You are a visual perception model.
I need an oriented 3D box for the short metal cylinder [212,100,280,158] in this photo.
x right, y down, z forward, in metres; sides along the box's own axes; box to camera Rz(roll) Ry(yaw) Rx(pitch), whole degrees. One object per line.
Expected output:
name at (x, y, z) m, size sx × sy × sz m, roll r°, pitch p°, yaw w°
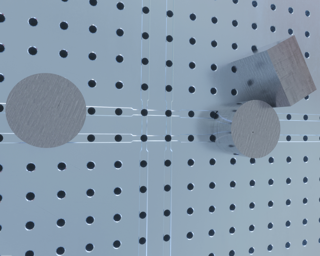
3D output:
short metal cylinder at (0.123, 0.001, 0.444) m, size 0.081 × 0.050 × 0.080 m, roll 0°, pitch 90°, yaw -20°

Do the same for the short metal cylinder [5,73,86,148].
short metal cylinder at (-0.128, -0.019, 0.352) m, size 0.081 × 0.050 × 0.080 m, roll 0°, pitch 90°, yaw -20°

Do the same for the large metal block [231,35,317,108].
large metal block at (0.160, -0.075, 0.442) m, size 0.050 × 0.080 × 0.080 m, roll -30°, pitch 100°, yaw -17°
